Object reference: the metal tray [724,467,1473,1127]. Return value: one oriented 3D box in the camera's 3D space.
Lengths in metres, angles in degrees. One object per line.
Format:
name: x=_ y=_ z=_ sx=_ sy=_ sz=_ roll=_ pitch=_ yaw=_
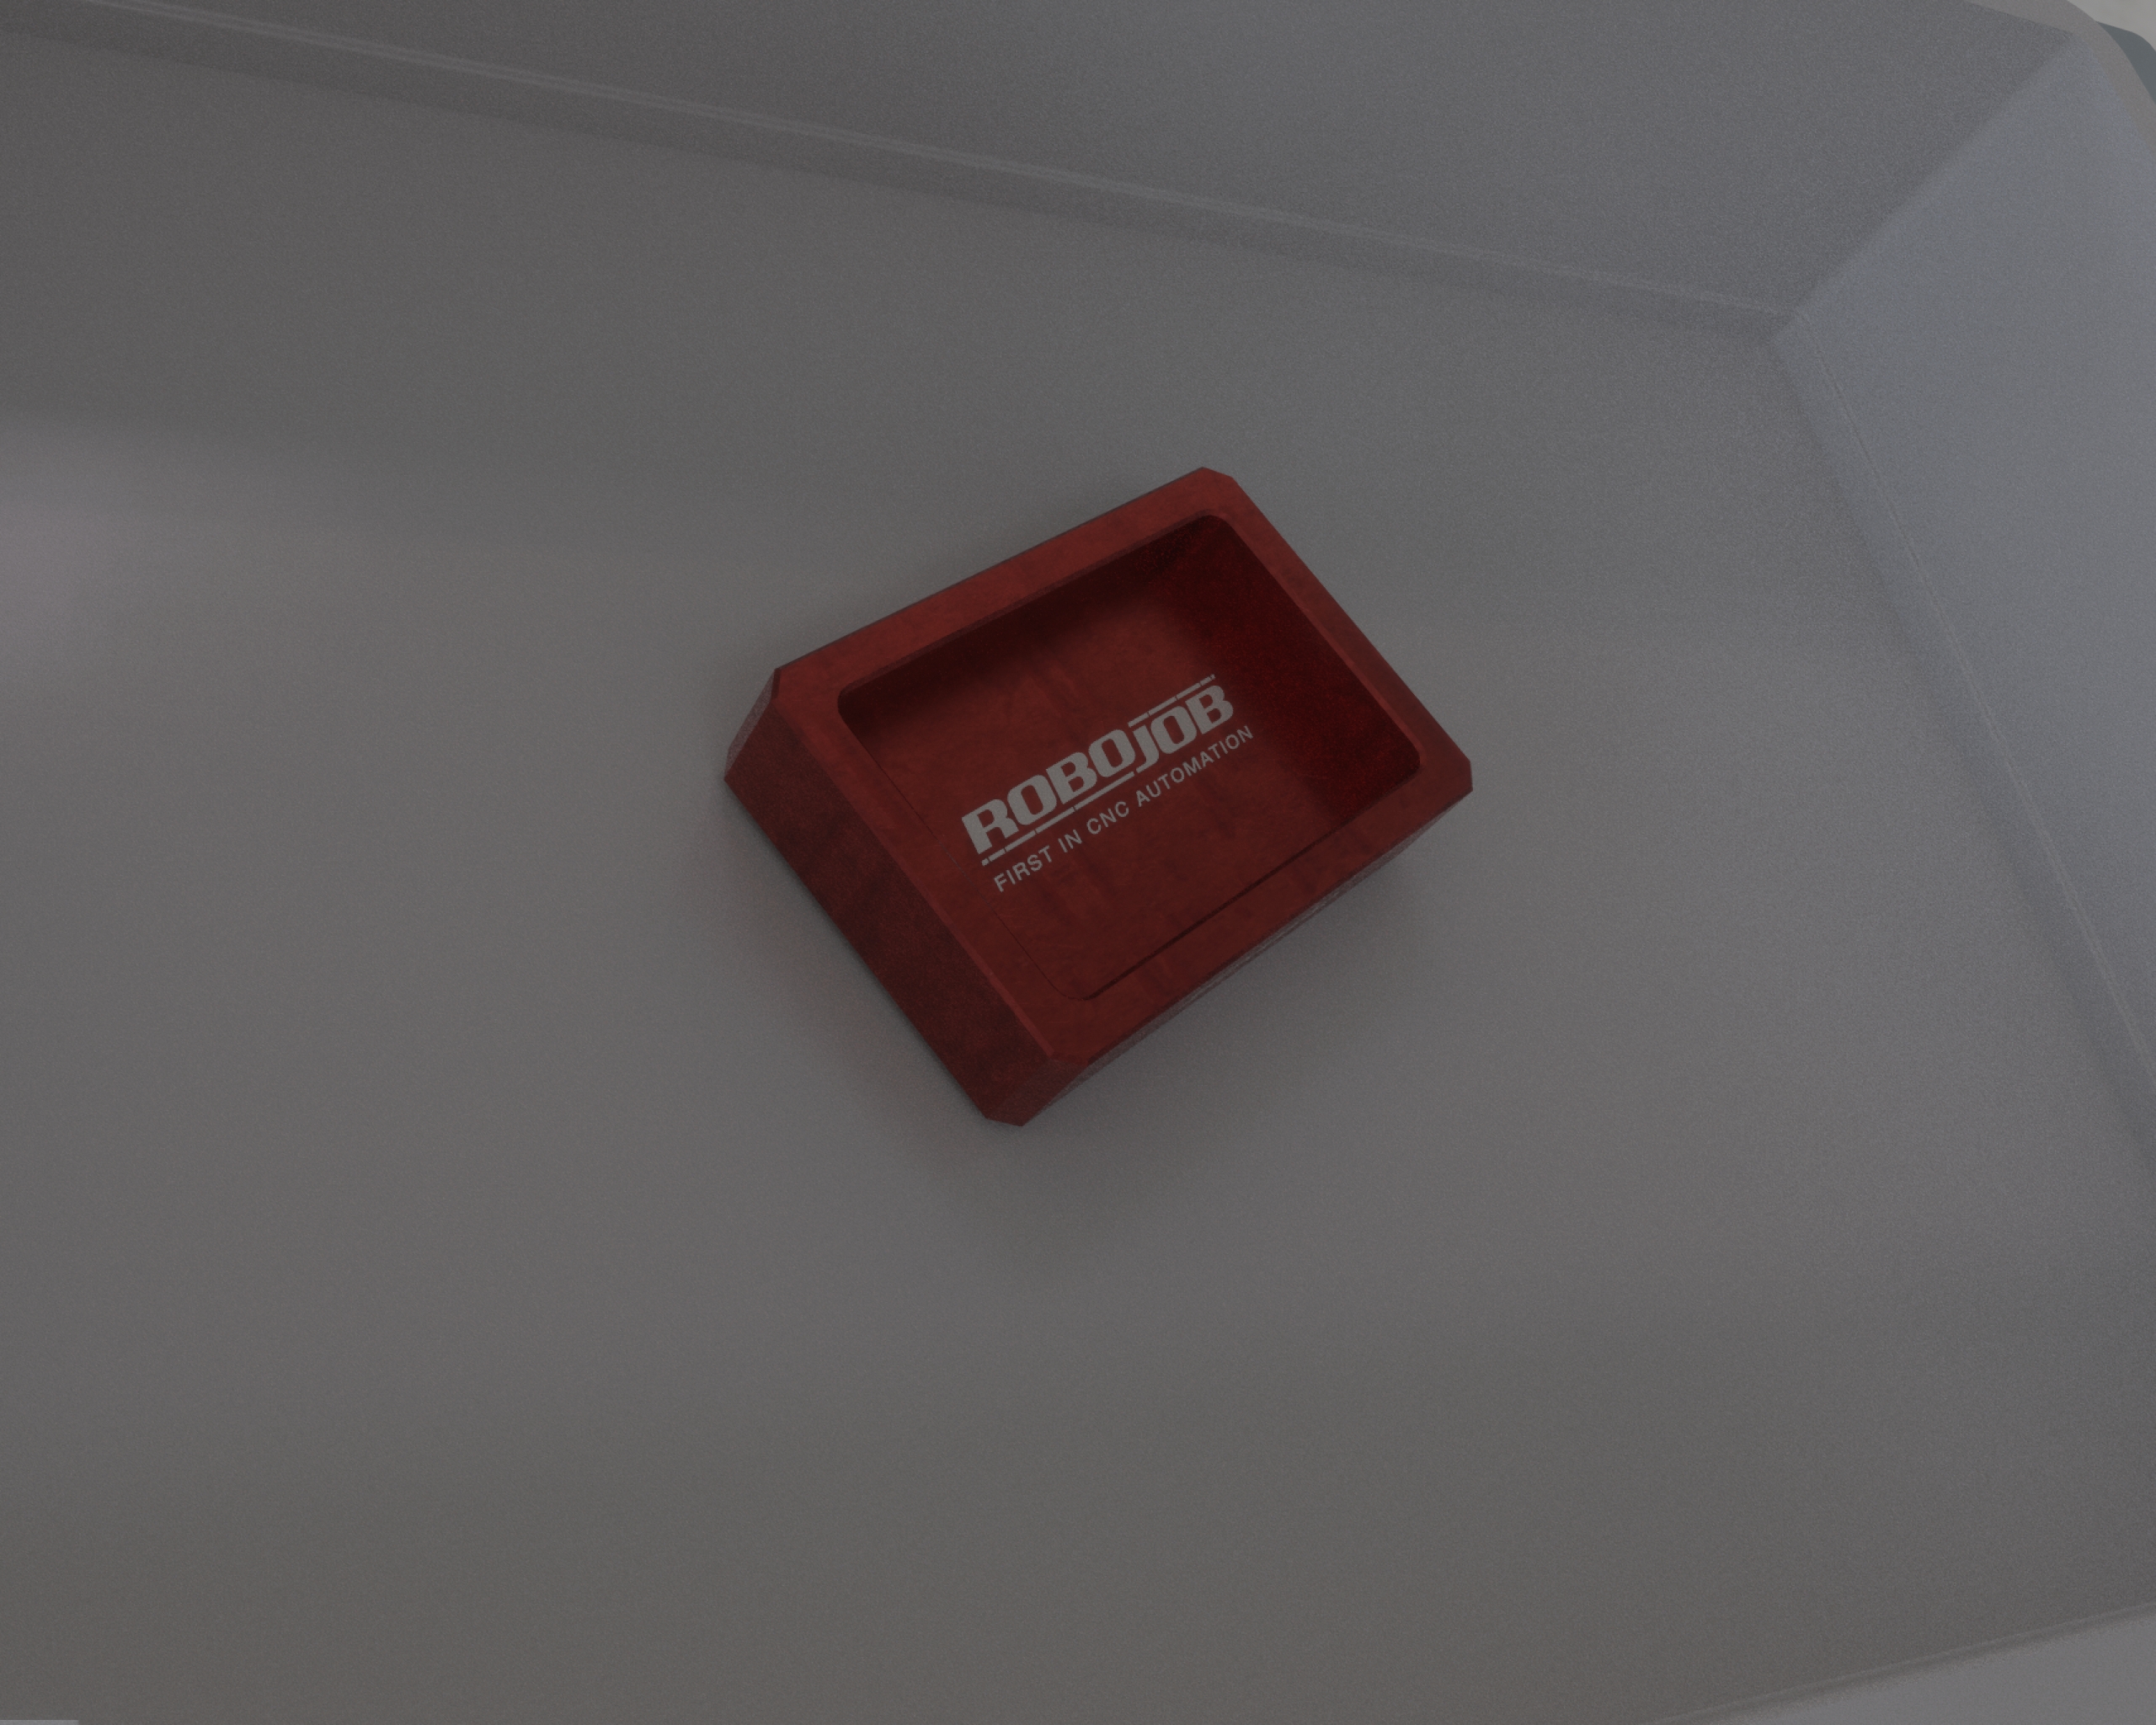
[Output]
metal tray: x=0.008 y=-0.018 z=0.413 sx=0.131 sy=0.030 sz=0.090 roll=-32 pitch=80 yaw=-38
